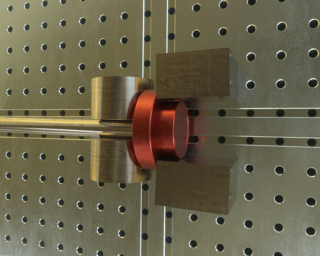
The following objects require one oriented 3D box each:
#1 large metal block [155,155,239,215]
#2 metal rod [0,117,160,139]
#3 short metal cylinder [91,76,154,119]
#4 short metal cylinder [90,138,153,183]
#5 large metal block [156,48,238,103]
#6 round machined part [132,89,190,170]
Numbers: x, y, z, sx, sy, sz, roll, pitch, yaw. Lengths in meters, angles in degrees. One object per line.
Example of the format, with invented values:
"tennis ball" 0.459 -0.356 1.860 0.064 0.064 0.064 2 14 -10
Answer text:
"large metal block" 0.047 0.062 0.367 0.080 0.080 0.050 3 91 20
"metal rod" -0.121 -0.001 0.443 0.301 0.025 0.025 2 91 24
"short metal cylinder" -0.048 -0.036 0.400 0.080 0.080 0.050 1 91 20
"short metal cylinder" -0.049 0.039 0.400 0.080 0.080 0.050 2 91 20
"large metal block" 0.047 -0.058 0.367 0.080 0.080 0.050 0 90 20
"round machined part" 0.007 0.002 0.371 0.042 0.098 0.097 1 90 20
